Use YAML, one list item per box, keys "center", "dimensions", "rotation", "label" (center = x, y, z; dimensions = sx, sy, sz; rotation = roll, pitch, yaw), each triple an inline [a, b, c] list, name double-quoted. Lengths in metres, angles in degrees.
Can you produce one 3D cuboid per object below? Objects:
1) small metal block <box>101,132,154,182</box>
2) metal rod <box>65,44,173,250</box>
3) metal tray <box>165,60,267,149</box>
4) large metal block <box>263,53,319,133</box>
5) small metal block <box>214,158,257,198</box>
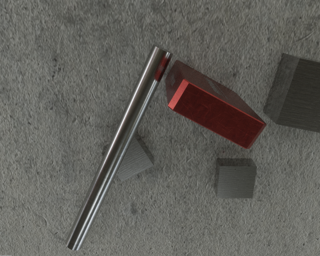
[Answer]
- center: [-0.043, 0.038, 0.423]
  dimensions: [0.050, 0.025, 0.050]
  rotation: [-29, 108, 9]
  label: "small metal block"
- center: [-0.059, 0.038, 0.396]
  dimensions: [0.025, 0.025, 0.298]
  rotation: [24, 108, -9]
  label: "metal rod"
- center: [0.053, -0.032, 0.343]
  dimensions: [0.090, 0.130, 0.030]
  rotation: [27, 108, -10]
  label: "metal tray"
- center: [0.186, -0.042, 0.384]
  dimensions: [0.081, 0.050, 0.079]
  rotation: [11, 110, -5]
  label: "large metal block"
- center: [0.105, 0.071, 0.437]
  dimensions: [0.050, 0.025, 0.050]
  rotation: [1, 110, -1]
  label: "small metal block"
